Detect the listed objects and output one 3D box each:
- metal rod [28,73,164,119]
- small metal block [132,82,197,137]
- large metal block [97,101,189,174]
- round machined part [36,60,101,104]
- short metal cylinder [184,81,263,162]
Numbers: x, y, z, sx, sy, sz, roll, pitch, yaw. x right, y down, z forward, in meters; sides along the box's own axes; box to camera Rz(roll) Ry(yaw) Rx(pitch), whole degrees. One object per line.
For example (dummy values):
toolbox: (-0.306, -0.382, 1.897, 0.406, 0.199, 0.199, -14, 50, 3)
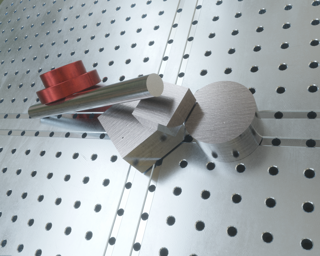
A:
metal rod: (-0.111, -0.036, 0.431, 0.300, 0.025, 0.025, -5, 58, 45)
small metal block: (0.005, -0.024, 0.352, 0.050, 0.025, 0.050, 20, 72, 35)
large metal block: (-0.021, -0.003, 0.401, 0.080, 0.050, 0.080, -39, 51, 1)
round machined part: (-0.146, -0.075, 0.483, 0.098, 0.042, 0.098, -19, 15, 6)
short metal cylinder: (0.074, -0.007, 0.357, 0.080, 0.050, 0.080, -13, 56, 20)
